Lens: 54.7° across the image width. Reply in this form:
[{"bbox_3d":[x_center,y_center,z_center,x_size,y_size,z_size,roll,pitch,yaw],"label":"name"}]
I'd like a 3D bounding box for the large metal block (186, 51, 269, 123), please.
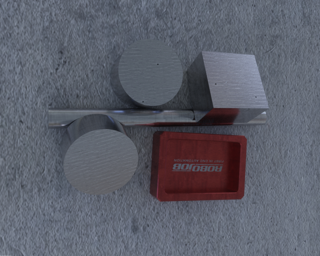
[{"bbox_3d":[0.088,-0.053,0.416,0.081,0.050,0.080,-1,69,-20],"label":"large metal block"}]

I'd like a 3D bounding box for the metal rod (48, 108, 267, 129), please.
[{"bbox_3d":[0.011,-0.014,0.416,0.303,0.025,0.025,-1,91,-20],"label":"metal rod"}]

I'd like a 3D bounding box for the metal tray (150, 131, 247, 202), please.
[{"bbox_3d":[0.055,0.052,0.427,0.131,0.030,0.089,4,89,-20],"label":"metal tray"}]

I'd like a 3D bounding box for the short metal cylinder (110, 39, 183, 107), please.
[{"bbox_3d":[-0.018,-0.066,0.390,0.081,0.050,0.080,0,90,-20],"label":"short metal cylinder"}]

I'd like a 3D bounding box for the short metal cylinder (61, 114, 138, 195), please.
[{"bbox_3d":[-0.071,0.029,0.358,0.081,0.050,0.079,-8,113,-18],"label":"short metal cylinder"}]
